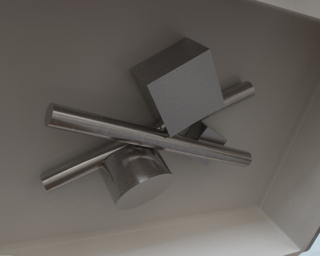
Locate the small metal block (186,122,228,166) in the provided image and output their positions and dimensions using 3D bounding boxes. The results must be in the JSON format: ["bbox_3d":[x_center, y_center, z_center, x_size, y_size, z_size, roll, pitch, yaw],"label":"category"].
[{"bbox_3d":[0.063,0.022,0.454,0.050,0.025,0.050,30,102,-38],"label":"small metal block"}]

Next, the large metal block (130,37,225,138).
[{"bbox_3d":[0.023,-0.049,0.374,0.080,0.050,0.080,-31,129,-8],"label":"large metal block"}]

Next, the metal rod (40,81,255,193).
[{"bbox_3d":[-0.005,0.005,0.408,0.302,0.025,0.025,-25,128,-14],"label":"metal rod"}]

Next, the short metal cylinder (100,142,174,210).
[{"bbox_3d":[-0.029,0.061,0.396,0.081,0.050,0.080,-25,152,-14],"label":"short metal cylinder"}]

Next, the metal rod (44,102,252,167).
[{"bbox_3d":[0.011,0.017,0.392,0.302,0.025,0.025,14,111,-34],"label":"metal rod"}]
